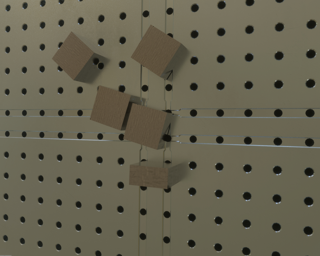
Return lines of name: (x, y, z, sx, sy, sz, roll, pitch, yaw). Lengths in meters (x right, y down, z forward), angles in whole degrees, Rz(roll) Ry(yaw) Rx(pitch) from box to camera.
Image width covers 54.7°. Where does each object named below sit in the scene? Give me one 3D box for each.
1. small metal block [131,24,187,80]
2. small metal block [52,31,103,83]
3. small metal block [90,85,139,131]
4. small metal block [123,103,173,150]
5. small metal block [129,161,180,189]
small metal block: (-0.002, -0.100, 0.412, 0.050, 0.025, 0.050, 36, 101, 16)
small metal block: (-0.121, -0.103, 0.454, 0.050, 0.025, 0.050, 44, 103, 14)
small metal block: (-0.064, -0.028, 0.434, 0.050, 0.025, 0.050, 19, 96, 18)
small metal block: (-0.016, -0.003, 0.417, 0.050, 0.025, 0.050, 17, 96, 18)
small metal block: (-0.006, 0.059, 0.401, 0.050, 0.050, 0.025, 3, 91, 19)
